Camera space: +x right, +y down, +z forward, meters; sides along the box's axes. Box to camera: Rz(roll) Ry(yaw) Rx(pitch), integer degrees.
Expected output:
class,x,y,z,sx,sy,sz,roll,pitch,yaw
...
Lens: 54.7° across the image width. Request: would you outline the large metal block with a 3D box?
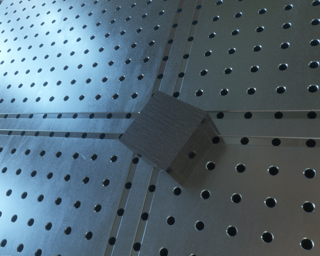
class,x,y,z,sx,sy,sz,roll,pitch,yaw
large metal block,0.012,0.011,0.379,0.080,0.050,0.080,29,77,37
